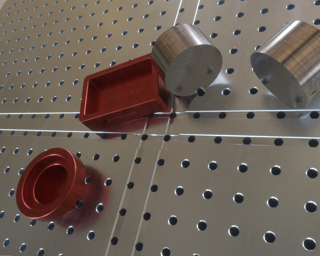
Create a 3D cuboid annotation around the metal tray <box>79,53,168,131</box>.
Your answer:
[{"bbox_3d":[-0.056,-0.054,0.467,0.130,0.030,0.090,-15,55,19],"label":"metal tray"}]

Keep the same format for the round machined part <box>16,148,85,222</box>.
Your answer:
[{"bbox_3d":[-0.143,0.080,0.424,0.098,0.042,0.098,-13,56,21],"label":"round machined part"}]

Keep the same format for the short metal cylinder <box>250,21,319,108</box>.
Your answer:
[{"bbox_3d":[0.146,-0.068,0.338,0.050,0.080,0.080,-42,51,0],"label":"short metal cylinder"}]

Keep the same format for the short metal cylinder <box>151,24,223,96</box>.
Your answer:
[{"bbox_3d":[0.035,-0.089,0.409,0.080,0.080,0.050,-33,52,7],"label":"short metal cylinder"}]
